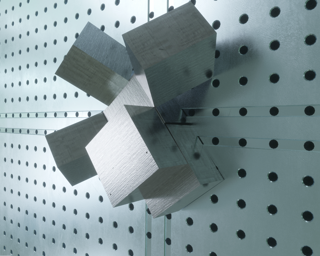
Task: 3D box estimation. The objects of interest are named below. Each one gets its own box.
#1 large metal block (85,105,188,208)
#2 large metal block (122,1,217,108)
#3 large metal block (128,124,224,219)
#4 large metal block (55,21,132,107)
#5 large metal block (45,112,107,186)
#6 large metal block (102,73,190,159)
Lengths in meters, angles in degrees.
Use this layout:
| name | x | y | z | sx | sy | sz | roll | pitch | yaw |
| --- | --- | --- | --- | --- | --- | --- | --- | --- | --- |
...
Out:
| name | x | y | z | sx | sy | sz | roll | pitch | yaw |
| --- | --- | --- | --- | --- | --- | --- | --- | --- | --- |
| large metal block | -0.029 | 0.031 | 0.351 | 0.080 | 0.050 | 0.080 | -44 | 64 | 30 |
| large metal block | 0.013 | -0.078 | 0.343 | 0.080 | 0.080 | 0.050 | -28 | 66 | -6 |
| large metal block | 0.016 | 0.052 | 0.380 | 0.080 | 0.050 | 0.080 | -43 | 63 | 30 |
| large metal block | -0.084 | -0.088 | 0.424 | 0.050 | 0.080 | 0.080 | -45 | 24 | 31 |
| large metal block | -0.105 | 0.032 | 0.442 | 0.050 | 0.080 | 0.080 | 60 | 165 | 24 |
| large metal block | -0.021 | -0.014 | 0.411 | 0.080 | 0.050 | 0.080 | -46 | 63 | 30 |
